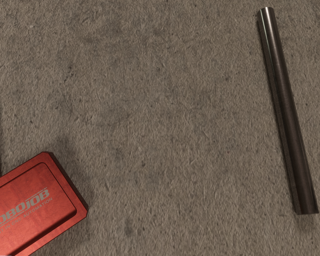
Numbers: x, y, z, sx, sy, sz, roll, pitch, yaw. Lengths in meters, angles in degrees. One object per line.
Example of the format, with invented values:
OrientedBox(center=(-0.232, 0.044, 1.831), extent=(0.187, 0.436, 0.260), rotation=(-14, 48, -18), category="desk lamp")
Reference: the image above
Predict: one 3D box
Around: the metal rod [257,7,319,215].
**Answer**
OrientedBox(center=(0.170, -0.037, 0.423), extent=(0.025, 0.025, 0.299), rotation=(-3, 70, -1), category="metal rod")

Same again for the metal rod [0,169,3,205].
OrientedBox(center=(-0.240, -0.043, 0.420), extent=(0.025, 0.025, 0.299), rotation=(-13, 71, -5), category="metal rod")

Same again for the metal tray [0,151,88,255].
OrientedBox(center=(-0.160, 0.097, 0.352), extent=(0.131, 0.030, 0.090), rotation=(-33, 93, -12), category="metal tray")
